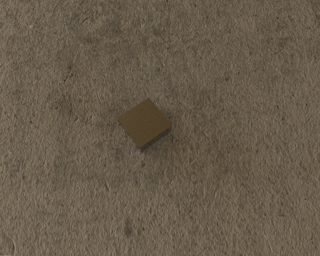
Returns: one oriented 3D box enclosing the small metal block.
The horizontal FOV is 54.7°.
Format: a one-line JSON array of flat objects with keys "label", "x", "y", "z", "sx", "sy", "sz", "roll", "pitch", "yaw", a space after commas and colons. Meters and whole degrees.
[{"label": "small metal block", "x": -0.020, "y": -0.004, "z": 0.411, "sx": 0.050, "sy": 0.025, "sz": 0.050, "roll": -35, "pitch": 74, "yaw": -12}]
